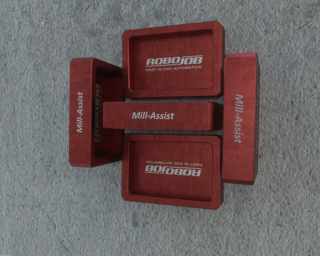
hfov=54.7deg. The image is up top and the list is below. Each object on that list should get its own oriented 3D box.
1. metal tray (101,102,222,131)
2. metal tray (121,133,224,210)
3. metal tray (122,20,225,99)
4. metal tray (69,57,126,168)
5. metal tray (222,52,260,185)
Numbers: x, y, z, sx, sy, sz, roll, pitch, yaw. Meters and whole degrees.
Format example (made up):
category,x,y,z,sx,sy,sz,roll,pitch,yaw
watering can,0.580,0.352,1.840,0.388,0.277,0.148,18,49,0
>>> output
category,x,y,z,sx,sy,sz,roll,pitch,yaw
metal tray,0.007,-0.014,0.374,0.130,0.090,0.030,1,92,20
metal tray,0.016,0.053,0.403,0.130,0.030,0.089,1,89,19
metal tray,0.016,-0.084,0.402,0.130,0.030,0.089,0,93,19
metal tray,-0.078,-0.019,0.403,0.030,0.090,0.129,1,91,20
metal tray,0.092,-0.009,0.343,0.030,0.090,0.129,1,90,20
